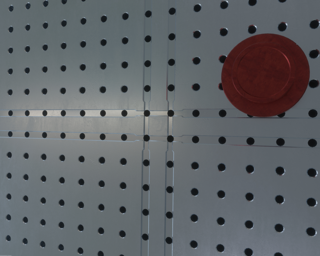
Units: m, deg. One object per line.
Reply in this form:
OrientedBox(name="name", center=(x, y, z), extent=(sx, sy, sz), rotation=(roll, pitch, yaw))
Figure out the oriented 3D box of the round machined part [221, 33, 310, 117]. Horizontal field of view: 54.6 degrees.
OrientedBox(name="round machined part", center=(0.121, -0.062, 0.361), extent=(0.098, 0.042, 0.097), rotation=(0, 90, 20))
